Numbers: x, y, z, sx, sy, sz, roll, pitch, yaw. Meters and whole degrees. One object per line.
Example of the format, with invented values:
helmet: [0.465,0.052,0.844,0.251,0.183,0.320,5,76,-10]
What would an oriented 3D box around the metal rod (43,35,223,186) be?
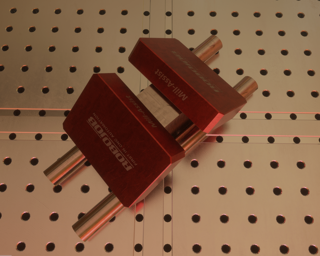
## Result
metal rod: [-0.027,-0.032,0.423,0.301,0.025,0.025,-41,75,-14]

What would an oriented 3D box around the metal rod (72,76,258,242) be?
metal rod: [0.016,0.031,0.401,0.301,0.025,0.025,-40,75,-14]

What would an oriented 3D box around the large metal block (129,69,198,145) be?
large metal block: [0.001,-0.016,0.388,0.080,0.080,0.050,-40,75,-13]

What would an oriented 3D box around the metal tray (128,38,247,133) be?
metal tray: [0.035,-0.057,0.375,0.130,0.030,0.091,45,32,14]

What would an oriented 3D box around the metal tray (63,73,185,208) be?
metal tray: [-0.045,0.012,0.349,0.130,0.030,0.090,48,120,15]
